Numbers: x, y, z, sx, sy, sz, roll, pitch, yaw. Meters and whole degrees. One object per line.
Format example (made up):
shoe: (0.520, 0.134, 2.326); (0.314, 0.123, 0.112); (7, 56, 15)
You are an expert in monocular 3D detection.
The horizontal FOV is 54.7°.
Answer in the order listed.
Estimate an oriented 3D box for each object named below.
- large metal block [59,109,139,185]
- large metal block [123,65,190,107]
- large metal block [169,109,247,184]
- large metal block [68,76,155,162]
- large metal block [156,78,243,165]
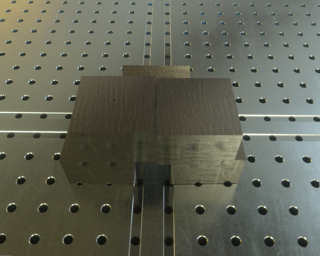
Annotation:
large metal block: (-0.066, 0.020, 0.374); (0.081, 0.050, 0.080); (1, 50, 0)
large metal block: (-0.004, -0.056, 0.411); (0.081, 0.050, 0.080); (0, 8, 0)
large metal block: (0.052, 0.020, 0.375); (0.081, 0.050, 0.080); (-1, 50, -1)
large metal block: (-0.045, -0.010, 0.331); (0.081, 0.050, 0.080); (0, 50, -1)
large metal block: (0.037, -0.008, 0.331); (0.081, 0.050, 0.080); (0, 50, -1)
